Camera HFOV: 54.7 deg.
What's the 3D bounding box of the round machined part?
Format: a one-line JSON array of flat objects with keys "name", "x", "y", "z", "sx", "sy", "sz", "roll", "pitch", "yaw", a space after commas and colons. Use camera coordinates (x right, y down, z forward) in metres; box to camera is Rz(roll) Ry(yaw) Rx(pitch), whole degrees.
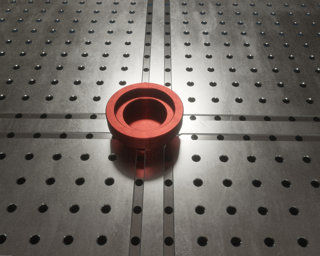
[{"name": "round machined part", "x": -0.019, "y": -0.012, "z": 0.406, "sx": 0.099, "sy": 0.042, "sz": 0.098, "roll": 0, "pitch": 50, "yaw": 0}]
